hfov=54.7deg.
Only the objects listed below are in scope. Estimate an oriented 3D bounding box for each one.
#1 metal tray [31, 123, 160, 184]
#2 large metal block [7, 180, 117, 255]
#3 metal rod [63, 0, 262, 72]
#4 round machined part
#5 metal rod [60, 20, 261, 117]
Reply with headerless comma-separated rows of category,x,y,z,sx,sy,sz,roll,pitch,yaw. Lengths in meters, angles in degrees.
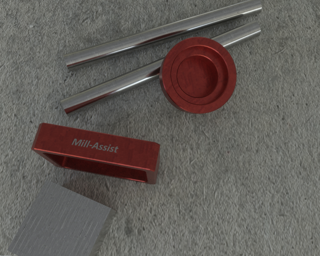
metal tray,-0.067,0.033,0.360,0.131,0.090,0.030,10,71,3
large metal block,-0.106,0.115,0.351,0.080,0.050,0.080,22,71,7
metal rod,0.009,-0.141,0.459,0.302,0.025,0.025,-19,71,-7
round machined part,0.048,-0.067,0.413,0.099,0.042,0.097,0,91,-10
metal rod,0.007,-0.088,0.440,0.302,0.025,0.025,-24,72,-9
